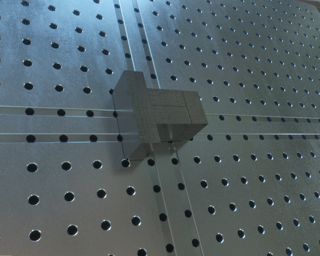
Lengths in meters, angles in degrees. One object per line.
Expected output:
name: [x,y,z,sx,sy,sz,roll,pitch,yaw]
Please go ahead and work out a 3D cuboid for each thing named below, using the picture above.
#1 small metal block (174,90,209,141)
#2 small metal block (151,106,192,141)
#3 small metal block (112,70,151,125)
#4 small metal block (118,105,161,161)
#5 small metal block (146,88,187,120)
small metal block: [0.035,-0.016,0.421,0.025,0.050,0.050,0,62,-29]
small metal block: [0.004,-0.005,0.398,0.050,0.050,0.025,0,62,-29]
small metal block: [-0.038,-0.038,0.395,0.025,0.050,0.050,0,62,-29]
small metal block: [-0.026,0.006,0.375,0.025,0.050,0.050,0,62,-29]
small metal block: [-0.002,-0.027,0.408,0.050,0.050,0.025,0,62,-29]
